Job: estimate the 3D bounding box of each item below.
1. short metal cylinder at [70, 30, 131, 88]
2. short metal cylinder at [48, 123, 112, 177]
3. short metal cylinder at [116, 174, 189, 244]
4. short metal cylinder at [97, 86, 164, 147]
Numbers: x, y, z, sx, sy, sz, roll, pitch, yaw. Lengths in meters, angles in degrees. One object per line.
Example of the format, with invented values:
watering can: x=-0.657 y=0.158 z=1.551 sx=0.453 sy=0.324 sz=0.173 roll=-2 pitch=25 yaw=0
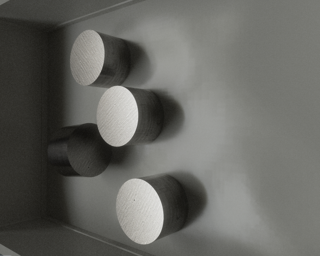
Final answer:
short metal cylinder: x=-0.090 y=-0.101 z=0.465 sx=0.080 sy=0.050 sz=0.080 roll=0 pitch=90 yaw=40
short metal cylinder: x=-0.120 y=0.034 z=0.471 sx=0.050 sy=0.081 sz=0.080 roll=-7 pitch=86 yaw=40
short metal cylinder: x=-0.011 y=0.102 z=0.399 sx=0.080 sy=0.050 sz=0.080 roll=0 pitch=90 yaw=40
short metal cylinder: x=-0.041 y=-0.016 z=0.425 sx=0.080 sy=0.050 sz=0.080 roll=0 pitch=90 yaw=40
